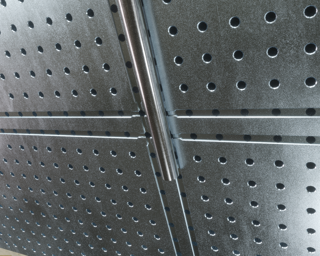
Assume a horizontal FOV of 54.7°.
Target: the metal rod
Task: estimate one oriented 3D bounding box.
[{"bbox_3d":[-0.016,-0.063,0.379,0.025,0.025,0.298,1,119,27],"label":"metal rod"}]
